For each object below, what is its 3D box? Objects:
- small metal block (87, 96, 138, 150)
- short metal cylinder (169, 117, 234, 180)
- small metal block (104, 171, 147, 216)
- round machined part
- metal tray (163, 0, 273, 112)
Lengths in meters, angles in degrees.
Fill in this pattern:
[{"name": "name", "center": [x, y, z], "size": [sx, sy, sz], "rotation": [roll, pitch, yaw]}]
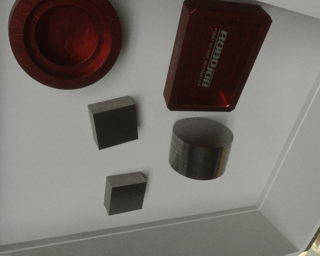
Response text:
[{"name": "small metal block", "center": [-0.056, -0.007, 0.375], "size": [0.050, 0.025, 0.050], "rotation": [-16, 125, -20]}, {"name": "short metal cylinder", "center": [0.055, 0.026, 0.421], "size": [0.081, 0.080, 0.050], "rotation": [-8, 122, -25]}, {"name": "small metal block", "center": [-0.050, 0.093, 0.440], "size": [0.050, 0.025, 0.050], "rotation": [-5, 121, -27]}, {"name": "round machined part", "center": [-0.090, -0.089, 0.294], "size": [0.099, 0.042, 0.097], "rotation": [-14, 125, -21]}, {"name": "metal tray", "center": [0.061, -0.078, 0.360], "size": [0.091, 0.030, 0.129], "rotation": [0, 133, -14]}]
